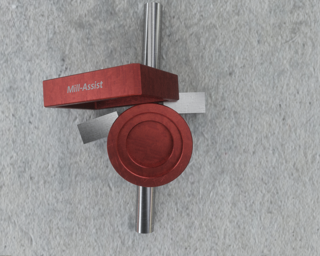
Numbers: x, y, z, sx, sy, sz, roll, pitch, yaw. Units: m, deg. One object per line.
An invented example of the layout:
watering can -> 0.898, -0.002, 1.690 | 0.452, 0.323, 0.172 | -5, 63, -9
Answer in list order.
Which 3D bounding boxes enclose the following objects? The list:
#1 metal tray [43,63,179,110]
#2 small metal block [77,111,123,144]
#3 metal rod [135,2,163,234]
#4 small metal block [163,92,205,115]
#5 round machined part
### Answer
metal tray -> -0.055, -0.042, 0.355 | 0.130, 0.090, 0.030 | -4, 89, 29
small metal block -> -0.072, -0.001, 0.398 | 0.050, 0.050, 0.025 | -19, 90, 0
metal rod -> -0.015, -0.013, 0.411 | 0.025, 0.025, 0.298 | 2, 90, -1
small metal block -> 0.029, -0.030, 0.399 | 0.050, 0.050, 0.025 | -2, 90, -1
round machined part -> -0.012, 0.018, 0.375 | 0.099, 0.042, 0.097 | 0, 93, -3
